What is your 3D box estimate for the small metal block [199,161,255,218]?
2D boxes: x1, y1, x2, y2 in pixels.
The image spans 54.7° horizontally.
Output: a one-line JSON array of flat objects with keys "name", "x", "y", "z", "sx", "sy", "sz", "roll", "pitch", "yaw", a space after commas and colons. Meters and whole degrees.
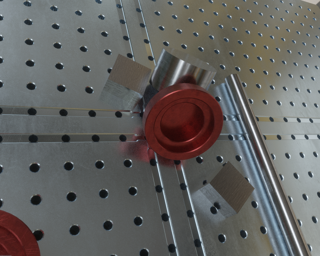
[{"name": "small metal block", "x": 0.088, "y": 0.080, "z": 0.406, "sx": 0.050, "sy": 0.025, "sz": 0.050, "roll": 47, "pitch": 51, "yaw": 5}]

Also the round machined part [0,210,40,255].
[{"name": "round machined part", "x": -0.149, "y": 0.117, "z": 0.245, "sx": 0.099, "sy": 0.042, "sz": 0.098, "roll": 14, "pitch": 56, "yaw": -21}]

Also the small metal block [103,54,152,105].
[{"name": "small metal block", "x": -0.044, "y": -0.067, "z": 0.425, "sx": 0.050, "sy": 0.025, "sz": 0.050, "roll": 24, "pitch": 53, "yaw": -14}]

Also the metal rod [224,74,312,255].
[{"name": "metal rod", "x": 0.154, "y": 0.047, "z": 0.461, "sx": 0.025, "sy": 0.025, "sz": 0.299, "roll": 0, "pitch": 62, "yaw": -28}]

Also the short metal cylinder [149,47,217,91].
[{"name": "short metal cylinder", "x": 0.032, "y": -0.073, "z": 0.431, "sx": 0.080, "sy": 0.050, "sz": 0.080, "roll": 21, "pitch": 22, "yaw": -9}]

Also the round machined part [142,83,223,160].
[{"name": "round machined part", "x": 0.026, "y": -0.011, "z": 0.392, "sx": 0.099, "sy": 0.097, "sz": 0.042, "roll": 15, "pitch": 23, "yaw": -20}]
